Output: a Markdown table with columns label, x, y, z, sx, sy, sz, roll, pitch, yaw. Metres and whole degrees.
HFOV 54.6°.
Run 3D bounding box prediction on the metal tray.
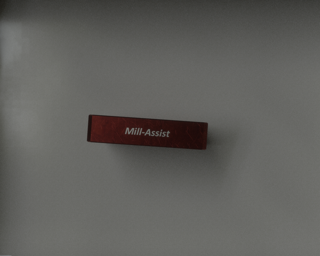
| label | x | y | z | sx | sy | sz | roll | pitch | yaw |
| --- | --- | --- | --- | --- | --- | --- | --- | --- | --- |
| metal tray | -0.013 | 0.004 | 0.378 | 0.131 | 0.090 | 0.030 | 4 | 90 | 0 |
